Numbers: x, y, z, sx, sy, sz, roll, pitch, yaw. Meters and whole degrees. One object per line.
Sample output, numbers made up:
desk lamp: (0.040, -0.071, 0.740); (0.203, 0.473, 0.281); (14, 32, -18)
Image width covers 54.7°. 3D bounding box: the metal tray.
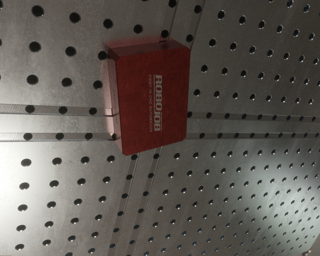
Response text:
metal tray: (-0.012, -0.035, 0.381); (0.091, 0.030, 0.129); (-14, 124, -21)
